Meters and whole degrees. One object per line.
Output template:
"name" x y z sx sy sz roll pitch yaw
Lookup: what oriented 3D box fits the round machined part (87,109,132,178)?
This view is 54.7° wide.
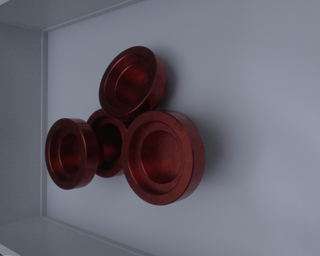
"round machined part" -0.065 0.021 0.448 0.098 0.042 0.097 0 90 40

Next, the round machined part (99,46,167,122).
"round machined part" -0.031 -0.054 0.407 0.098 0.042 0.098 -15 63 33

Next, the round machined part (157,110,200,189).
"round machined part" 0.012 0.027 0.385 0.098 0.042 0.097 0 90 40

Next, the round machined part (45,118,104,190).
"round machined part" -0.117 0.035 0.436 0.098 0.042 0.097 0 90 40

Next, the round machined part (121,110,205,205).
"round machined part" 0.007 0.030 0.334 0.098 0.042 0.097 0 90 40
